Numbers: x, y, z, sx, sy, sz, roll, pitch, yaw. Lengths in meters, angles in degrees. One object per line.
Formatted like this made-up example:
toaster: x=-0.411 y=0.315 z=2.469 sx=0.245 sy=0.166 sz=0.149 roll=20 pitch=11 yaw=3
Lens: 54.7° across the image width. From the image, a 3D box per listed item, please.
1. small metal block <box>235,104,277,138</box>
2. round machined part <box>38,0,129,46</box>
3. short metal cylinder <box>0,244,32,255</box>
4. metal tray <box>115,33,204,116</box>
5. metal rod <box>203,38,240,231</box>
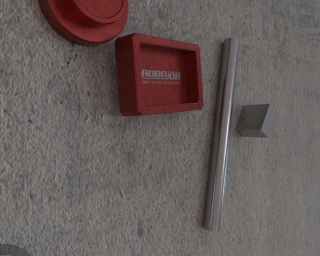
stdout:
small metal block: x=0.162 y=-0.012 z=0.524 sx=0.025 sy=0.050 sz=0.050 roll=38 pitch=67 yaw=-34
round machined part: x=-0.074 y=-0.141 z=0.331 sx=0.099 sy=0.042 sz=0.097 roll=0 pitch=90 yaw=-40
short metal cylinder: x=-0.140 y=0.150 z=0.272 sx=0.081 sy=0.050 sz=0.080 roll=0 pitch=90 yaw=-40
metal tray: x=0.005 y=-0.064 z=0.391 sx=0.131 sy=0.030 sz=0.089 roll=-9 pitch=96 yaw=-49
metal rod: x=0.097 y=0.007 z=0.485 sx=0.025 sy=0.025 sz=0.298 roll=12 pitch=82 yaw=-39
